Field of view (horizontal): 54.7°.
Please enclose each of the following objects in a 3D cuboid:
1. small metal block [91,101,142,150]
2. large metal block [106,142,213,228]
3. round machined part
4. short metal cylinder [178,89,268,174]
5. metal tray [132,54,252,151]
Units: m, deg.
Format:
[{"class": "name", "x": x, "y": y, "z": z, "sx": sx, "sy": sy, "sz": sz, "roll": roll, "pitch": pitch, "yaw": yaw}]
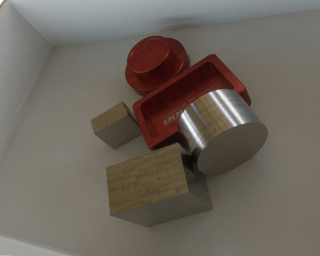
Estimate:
[{"class": "small metal block", "x": -0.056, "y": -0.002, "z": 0.419, "sx": 0.050, "sy": 0.050, "sz": 0.025, "roll": -30, "pitch": 52, "yaw": 9}, {"class": "large metal block", "x": 0.001, "y": 0.064, "z": 0.327, "sx": 0.080, "sy": 0.080, "sz": 0.050, "roll": -21, "pitch": 59, "yaw": 16}, {"class": "round machined part", "x": -0.009, "y": -0.097, "z": 0.458, "sx": 0.098, "sy": 0.042, "sz": 0.098, "roll": -13, "pitch": 56, "yaw": 20}, {"class": "short metal cylinder", "x": 0.066, "y": 0.005, "z": 0.332, "sx": 0.080, "sy": 0.080, "sz": 0.050, "roll": -32, "pitch": 52, "yaw": 7}, {"class": "metal tray", "x": 0.035, "y": -0.029, "z": 0.392, "sx": 0.130, "sy": 0.030, "sz": 0.090, "roll": -32, "pitch": 43, "yaw": 7}]
